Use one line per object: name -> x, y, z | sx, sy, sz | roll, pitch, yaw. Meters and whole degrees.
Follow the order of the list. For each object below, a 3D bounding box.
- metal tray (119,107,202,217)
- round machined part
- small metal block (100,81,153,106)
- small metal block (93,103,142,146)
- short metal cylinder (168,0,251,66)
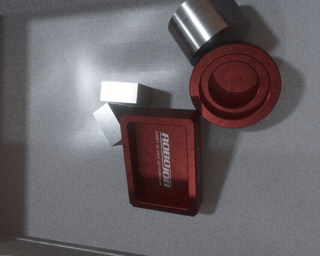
metal tray -> 0.004, 0.041, 0.381 | 0.090, 0.030, 0.129 | 4, 113, 19
round machined part -> 0.085, -0.052, 0.358 | 0.098, 0.042, 0.097 | 4, 115, 9
small metal block -> -0.043, -0.045, 0.411 | 0.050, 0.050, 0.025 | 6, 92, 19
small metal block -> -0.056, -0.005, 0.416 | 0.025, 0.050, 0.050 | -35, 79, 17
short metal cylinder -> 0.057, -0.116, 0.360 | 0.080, 0.080, 0.050 | -34, 78, 16
